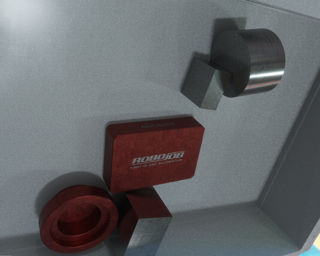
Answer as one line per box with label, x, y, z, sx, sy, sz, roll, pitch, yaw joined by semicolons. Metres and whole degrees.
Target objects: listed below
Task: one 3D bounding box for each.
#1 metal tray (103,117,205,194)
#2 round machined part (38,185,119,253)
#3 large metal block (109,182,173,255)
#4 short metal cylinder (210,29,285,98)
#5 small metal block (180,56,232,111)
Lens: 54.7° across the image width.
metal tray;-0.008;0.035;0.424;0.131;0.030;0.089;-6;121;-26
round machined part;-0.108;0.115;0.410;0.099;0.042;0.097;-14;125;-20
large metal block;-0.035;0.129;0.435;0.050;0.080;0.079;7;115;-32
short metal cylinder;0.105;-0.080;0.383;0.050;0.080;0.079;-11;123;-23
small metal block;0.056;-0.056;0.390;0.025;0.050;0.050;6;116;-32
